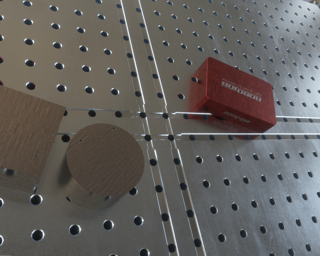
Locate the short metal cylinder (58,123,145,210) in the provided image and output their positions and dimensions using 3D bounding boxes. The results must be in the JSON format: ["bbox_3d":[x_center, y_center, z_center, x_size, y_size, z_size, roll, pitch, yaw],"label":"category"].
[{"bbox_3d":[-0.063,0.042,0.332,0.081,0.050,0.080,14,56,-21],"label":"short metal cylinder"}]

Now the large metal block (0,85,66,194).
[{"bbox_3d":[-0.148,0.010,0.306,0.080,0.050,0.080,20,54,-17],"label":"large metal block"}]

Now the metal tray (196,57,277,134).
[{"bbox_3d":[0.124,-0.053,0.504,0.131,0.030,0.090,19,54,-17],"label":"metal tray"}]
